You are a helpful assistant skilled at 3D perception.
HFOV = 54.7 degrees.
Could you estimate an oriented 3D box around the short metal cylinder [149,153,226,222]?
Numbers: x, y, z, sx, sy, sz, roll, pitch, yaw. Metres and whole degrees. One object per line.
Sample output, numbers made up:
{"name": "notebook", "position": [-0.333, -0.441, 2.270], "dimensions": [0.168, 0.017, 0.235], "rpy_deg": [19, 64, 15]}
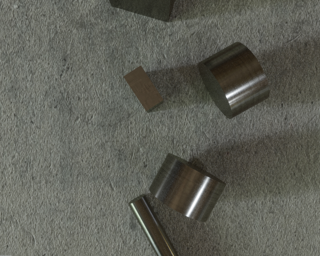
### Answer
{"name": "short metal cylinder", "position": [0.034, 0.072, 0.383], "dimensions": [0.080, 0.080, 0.050], "rpy_deg": [28, 90, 0]}

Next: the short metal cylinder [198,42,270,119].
{"name": "short metal cylinder", "position": [0.090, -0.058, 0.383], "dimensions": [0.050, 0.080, 0.080], "rpy_deg": [-30, 90, 0]}

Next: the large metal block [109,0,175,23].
{"name": "large metal block", "position": [-0.020, -0.178, 0.382], "dimensions": [0.080, 0.080, 0.050], "rpy_deg": [16, 90, 0]}

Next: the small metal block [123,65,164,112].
{"name": "small metal block", "position": [-0.020, -0.048, 0.397], "dimensions": [0.025, 0.050, 0.050], "rpy_deg": [-33, 90, 0]}

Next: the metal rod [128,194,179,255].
{"name": "metal rod", "position": [0.041, 0.225, 0.410], "dimensions": [0.025, 0.025, 0.299], "rpy_deg": [-29, 90, 0]}
